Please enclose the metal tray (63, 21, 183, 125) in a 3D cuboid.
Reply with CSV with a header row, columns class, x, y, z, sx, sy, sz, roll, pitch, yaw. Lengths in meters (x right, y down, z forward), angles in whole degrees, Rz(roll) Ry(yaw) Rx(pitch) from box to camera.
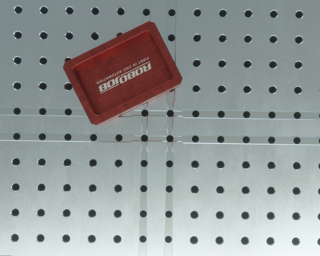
class,x,y,z,sx,sy,sz,roll,pitch,yaw
metal tray,-0.047,-0.070,0.410,0.130,0.030,0.090,-27,90,0
